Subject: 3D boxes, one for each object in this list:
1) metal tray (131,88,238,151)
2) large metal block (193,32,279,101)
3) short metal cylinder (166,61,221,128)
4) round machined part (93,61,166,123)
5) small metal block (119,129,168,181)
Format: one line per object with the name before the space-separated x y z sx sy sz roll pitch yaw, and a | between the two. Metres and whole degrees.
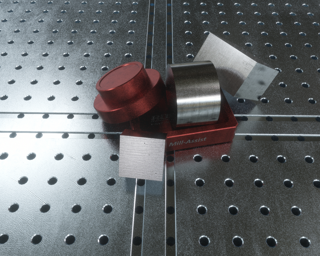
metal tray | 0.026 -0.017 0.415 0.131 0.030 0.090 -9 51 -8
large metal block | 0.105 -0.083 0.432 0.081 0.050 0.080 0 38 -51
short metal cylinder | 0.038 -0.042 0.386 0.050 0.080 0.080 -6 50 -6
round machined part | -0.045 -0.053 0.411 0.098 0.042 0.098 -19 33 13
small metal block | -0.019 0.031 0.358 0.050 0.050 0.025 6 16 5
